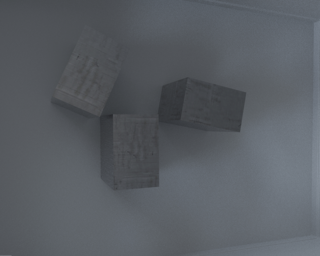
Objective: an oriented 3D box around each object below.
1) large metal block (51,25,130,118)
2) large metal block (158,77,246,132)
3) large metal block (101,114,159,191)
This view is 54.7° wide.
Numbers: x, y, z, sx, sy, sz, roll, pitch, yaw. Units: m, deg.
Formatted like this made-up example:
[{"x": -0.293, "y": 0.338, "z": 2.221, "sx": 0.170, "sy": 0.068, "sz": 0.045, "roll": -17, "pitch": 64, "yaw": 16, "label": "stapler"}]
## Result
[{"x": -0.082, "y": -0.058, "z": 0.351, "sx": 0.050, "sy": 0.080, "sz": 0.080, "roll": 25, "pitch": 82, "yaw": -19, "label": "large metal block"}, {"x": 0.051, "y": -0.027, "z": 0.401, "sx": 0.081, "sy": 0.080, "sz": 0.050, "roll": 11, "pitch": 87, "yaw": -20, "label": "large metal block"}, {"x": -0.039, "y": 0.025, "z": 0.368, "sx": 0.050, "sy": 0.080, "sz": 0.079, "roll": -1, "pitch": 91, "yaw": -20, "label": "large metal block"}]
